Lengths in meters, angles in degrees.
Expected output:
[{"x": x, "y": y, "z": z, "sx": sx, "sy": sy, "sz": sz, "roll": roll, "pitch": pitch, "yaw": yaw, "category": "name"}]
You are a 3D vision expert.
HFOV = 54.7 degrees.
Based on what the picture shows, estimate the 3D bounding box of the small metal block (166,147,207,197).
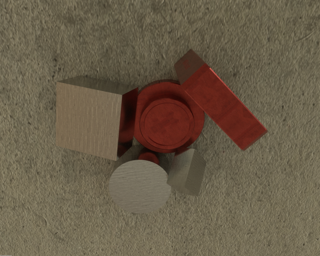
[{"x": 0.037, "y": 0.058, "z": 0.408, "sx": 0.025, "sy": 0.050, "sz": 0.050, "roll": 6, "pitch": 158, "yaw": 30, "category": "small metal block"}]

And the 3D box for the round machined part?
[{"x": 0.009, "y": -0.011, "z": 0.399, "sx": 0.099, "sy": 0.042, "sz": 0.097, "roll": 0, "pitch": 110, "yaw": -1, "category": "round machined part"}]

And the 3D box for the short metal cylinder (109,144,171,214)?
[{"x": -0.026, "y": 0.068, "z": 0.423, "sx": 0.081, "sy": 0.050, "sz": 0.079, "roll": 0, "pitch": 110, "yaw": -1, "category": "short metal cylinder"}]

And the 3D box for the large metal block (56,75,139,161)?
[{"x": -0.077, "y": -0.014, "z": 0.378, "sx": 0.080, "sy": 0.050, "sz": 0.079, "roll": 13, "pitch": 111, "yaw": 13, "category": "large metal block"}]

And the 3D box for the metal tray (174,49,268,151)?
[{"x": 0.060, "y": -0.038, "z": 0.341, "sx": 0.030, "sy": 0.130, "sz": 0.090, "roll": -43, "pitch": 105, "yaw": 14, "category": "metal tray"}]
